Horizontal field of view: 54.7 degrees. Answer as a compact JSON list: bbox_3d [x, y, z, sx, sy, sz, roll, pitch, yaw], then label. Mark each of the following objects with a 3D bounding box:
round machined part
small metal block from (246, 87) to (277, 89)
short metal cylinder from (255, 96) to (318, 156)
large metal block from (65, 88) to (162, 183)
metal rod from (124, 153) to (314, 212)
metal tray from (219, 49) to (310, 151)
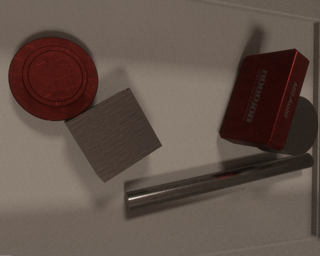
[{"bbox_3d":[-0.121,-0.057,0.357,0.099,0.042,0.097,0,90,-20],"label":"round machined part"},{"bbox_3d":[0.153,-0.037,0.462,0.050,0.025,0.050,6,90,-34],"label":"small metal block"},{"bbox_3d":[0.172,-0.004,0.434,0.081,0.050,0.079,-1,92,-26],"label":"short metal cylinder"},{"bbox_3d":[-0.057,0.007,0.377,0.080,0.050,0.080,-32,101,-17],"label":"large metal block"},{"bbox_3d":[0.098,0.073,0.448,0.303,0.025,0.025,-9,93,-20],"label":"metal rod"},{"bbox_3d":[0.141,-0.039,0.427,0.030,0.090,0.129,23,82,-31],"label":"metal tray"}]
